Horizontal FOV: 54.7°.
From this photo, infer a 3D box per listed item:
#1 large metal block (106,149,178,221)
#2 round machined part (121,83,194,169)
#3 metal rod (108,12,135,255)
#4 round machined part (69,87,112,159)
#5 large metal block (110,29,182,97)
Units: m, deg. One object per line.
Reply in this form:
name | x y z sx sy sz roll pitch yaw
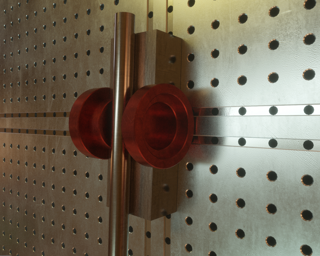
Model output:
large metal block | -0.024 0.069 0.413 0.080 0.050 0.079 4 93 40
round machined part | -0.007 -0.003 0.367 0.042 0.099 0.097 3 92 45
metal rod | -0.048 0.011 0.383 0.025 0.025 0.298 3 92 40
round machined part | -0.068 -0.006 0.417 0.042 0.099 0.097 3 92 40
large metal block | -0.020 -0.078 0.409 0.080 0.050 0.079 3 92 40
